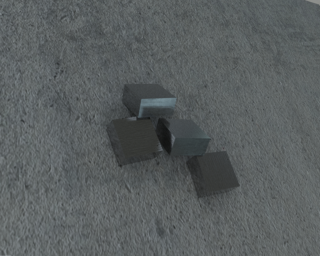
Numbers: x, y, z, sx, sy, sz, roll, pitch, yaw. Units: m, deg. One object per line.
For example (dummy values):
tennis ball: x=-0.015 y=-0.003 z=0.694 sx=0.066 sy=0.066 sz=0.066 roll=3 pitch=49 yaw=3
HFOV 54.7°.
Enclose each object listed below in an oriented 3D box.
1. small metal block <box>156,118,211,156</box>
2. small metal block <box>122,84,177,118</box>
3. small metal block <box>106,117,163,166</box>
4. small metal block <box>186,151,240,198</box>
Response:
small metal block: x=0.028 y=0.011 z=0.397 sx=0.050 sy=0.025 sz=0.050 roll=2 pitch=28 yaw=-27
small metal block: x=-0.015 y=-0.037 z=0.403 sx=0.050 sy=0.025 sz=0.050 roll=-5 pitch=30 yaw=-31
small metal block: x=-0.031 y=0.015 z=0.378 sx=0.050 sy=0.025 sz=0.050 roll=-9 pitch=66 yaw=-32
small metal block: x=0.069 y=0.060 z=0.404 sx=0.050 sy=0.025 sz=0.050 roll=-3 pitch=64 yaw=-30
